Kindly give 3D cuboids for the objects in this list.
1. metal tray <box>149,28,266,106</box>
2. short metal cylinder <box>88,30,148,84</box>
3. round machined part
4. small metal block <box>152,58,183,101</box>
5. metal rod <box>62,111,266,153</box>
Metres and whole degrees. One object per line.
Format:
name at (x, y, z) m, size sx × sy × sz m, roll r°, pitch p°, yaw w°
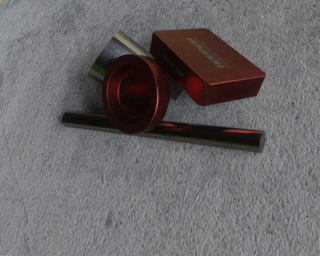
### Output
metal tray at (0.055, -0.083, 0.391) m, size 0.091 × 0.030 × 0.130 m, roll -12°, pitch 46°, yaw -27°
short metal cylinder at (-0.061, -0.095, 0.454) m, size 0.080 × 0.050 × 0.080 m, roll -51°, pitch 11°, yaw 15°
round machined part at (-0.026, -0.043, 0.394) m, size 0.098 × 0.042 × 0.097 m, roll 7°, pitch 101°, yaw 39°
small metal block at (0.001, -0.069, 0.429) m, size 0.050 × 0.050 × 0.025 m, roll 26°, pitch 76°, yaw 37°
metal rod at (-0.017, 0.001, 0.414) m, size 0.300 × 0.025 × 0.025 m, roll 6°, pitch 65°, yaw 31°
